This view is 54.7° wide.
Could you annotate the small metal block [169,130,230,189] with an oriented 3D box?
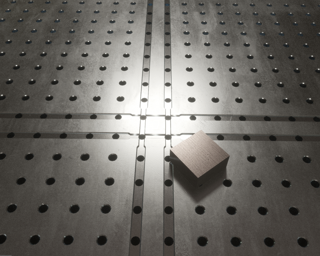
[{"bbox_3d":[0.047,0.037,0.377,0.050,0.025,0.050,-30,57,-23],"label":"small metal block"}]
